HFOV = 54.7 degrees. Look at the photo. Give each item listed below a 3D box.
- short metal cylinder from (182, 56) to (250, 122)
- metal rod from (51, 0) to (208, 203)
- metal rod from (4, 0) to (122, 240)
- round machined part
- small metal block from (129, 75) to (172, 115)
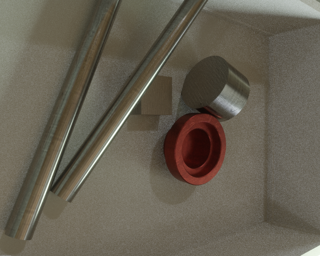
[{"bbox_3d":[0.078,-0.055,0.439,0.050,0.080,0.080,27,73,-37],"label":"short metal cylinder"},{"bbox_3d":[-0.024,-0.052,0.358,0.025,0.025,0.300,43,71,-32],"label":"metal rod"},{"bbox_3d":[-0.092,-0.036,0.330,0.025,0.025,0.299,28,73,-37],"label":"metal rod"},{"bbox_3d":[0.044,0.027,0.431,0.099,0.042,0.097,-5,98,-38],"label":"round machined part"},{"bbox_3d":[-0.011,-0.042,0.399,0.050,0.025,0.050,-1,91,-40],"label":"small metal block"}]
